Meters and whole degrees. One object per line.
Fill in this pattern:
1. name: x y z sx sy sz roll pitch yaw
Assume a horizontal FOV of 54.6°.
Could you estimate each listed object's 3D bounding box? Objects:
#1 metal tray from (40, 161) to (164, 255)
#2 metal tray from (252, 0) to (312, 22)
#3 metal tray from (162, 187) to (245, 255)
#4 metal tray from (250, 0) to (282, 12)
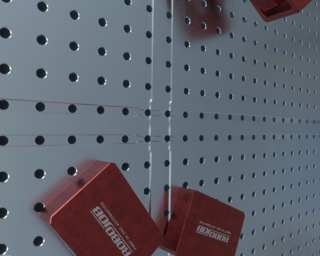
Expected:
1. metal tray: -0.060 0.114 0.355 0.090 0.030 0.130 -44 116 -31
2. metal tray: 0.157 -0.227 0.464 0.030 0.090 0.130 -43 106 -4
3. metal tray: 0.070 0.152 0.463 0.131 0.030 0.090 31 71 -36
4. metal tray: 0.145 -0.255 0.477 0.131 0.030 0.090 29 79 -20
